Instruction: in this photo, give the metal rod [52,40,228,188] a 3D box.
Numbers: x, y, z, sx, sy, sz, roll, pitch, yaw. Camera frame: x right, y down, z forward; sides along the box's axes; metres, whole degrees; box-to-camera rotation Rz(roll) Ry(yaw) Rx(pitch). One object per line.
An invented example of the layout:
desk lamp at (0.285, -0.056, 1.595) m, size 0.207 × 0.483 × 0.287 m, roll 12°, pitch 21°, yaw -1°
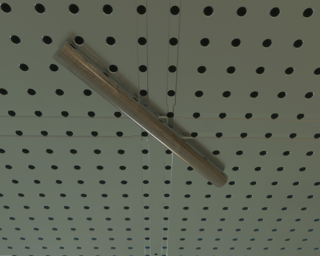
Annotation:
metal rod at (-0.007, -0.002, 0.410) m, size 0.025 × 0.025 × 0.301 m, roll -35°, pitch 122°, yaw 26°
